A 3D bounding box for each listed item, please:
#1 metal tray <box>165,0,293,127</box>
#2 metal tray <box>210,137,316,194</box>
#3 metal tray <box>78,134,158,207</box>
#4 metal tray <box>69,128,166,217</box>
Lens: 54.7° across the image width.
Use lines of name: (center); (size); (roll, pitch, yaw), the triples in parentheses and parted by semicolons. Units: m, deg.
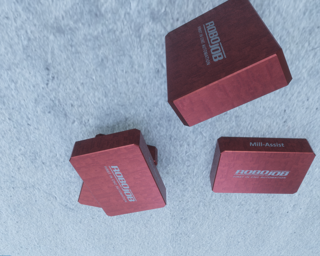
metal tray: (0.052, -0.067, 0.282); (0.090, 0.130, 0.030); (-24, 126, 18)
metal tray: (0.145, 0.057, 0.455); (0.131, 0.030, 0.089); (1, 130, -2)
metal tray: (-0.066, 0.073, 0.465); (0.091, 0.030, 0.129); (14, 129, -13)
metal tray: (-0.051, 0.065, 0.419); (0.090, 0.030, 0.129); (-13, 129, 10)
